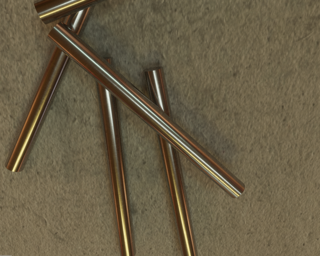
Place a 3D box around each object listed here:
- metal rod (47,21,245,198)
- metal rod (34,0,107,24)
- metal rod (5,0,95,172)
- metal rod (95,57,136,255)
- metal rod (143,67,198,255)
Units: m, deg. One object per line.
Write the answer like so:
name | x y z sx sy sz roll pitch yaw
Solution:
metal rod | -0.006 -0.012 0.377 0.300 0.025 0.025 41 105 -14
metal rod | 0.013 -0.177 0.328 0.301 0.025 0.025 -21 109 1
metal rod | -0.129 -0.071 0.381 0.025 0.025 0.298 27 108 -10
metal rod | -0.060 0.054 0.429 0.025 0.025 0.298 -4 110 1
metal rod | 0.019 0.064 0.433 0.025 0.025 0.298 -10 110 3
